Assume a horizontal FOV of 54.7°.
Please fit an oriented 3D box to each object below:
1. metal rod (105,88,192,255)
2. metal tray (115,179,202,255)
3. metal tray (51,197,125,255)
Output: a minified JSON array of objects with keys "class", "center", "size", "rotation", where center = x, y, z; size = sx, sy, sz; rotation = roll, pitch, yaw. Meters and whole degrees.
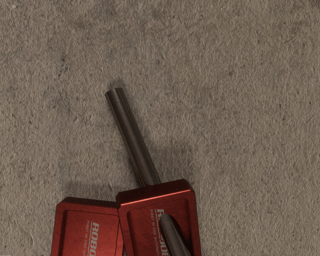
[{"class":"metal rod","center":[-0.004,0.089,0.391],"size":[0.025,0.025,0.299],"rotation":[-23,83,0]},{"class":"metal tray","center":[0.001,0.134,0.382],"size":[0.091,0.030,0.129],"rotation":[-10,109,-9]},{"class":"metal tray","center":[-0.093,0.162,0.406],"size":[0.091,0.030,0.129],"rotation":[6,90,-1]}]
